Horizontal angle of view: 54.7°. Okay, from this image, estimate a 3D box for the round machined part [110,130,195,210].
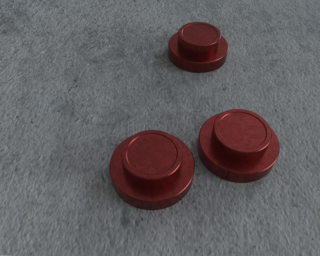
[{"bbox_3d":[-0.009,0.041,0.358,0.099,0.042,0.098,0,50,0],"label":"round machined part"}]

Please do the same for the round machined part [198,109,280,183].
[{"bbox_3d":[0.097,0.015,0.381,0.099,0.042,0.098,0,50,0],"label":"round machined part"}]

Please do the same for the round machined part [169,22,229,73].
[{"bbox_3d":[0.063,-0.138,0.509,0.099,0.042,0.098,0,50,0],"label":"round machined part"}]
